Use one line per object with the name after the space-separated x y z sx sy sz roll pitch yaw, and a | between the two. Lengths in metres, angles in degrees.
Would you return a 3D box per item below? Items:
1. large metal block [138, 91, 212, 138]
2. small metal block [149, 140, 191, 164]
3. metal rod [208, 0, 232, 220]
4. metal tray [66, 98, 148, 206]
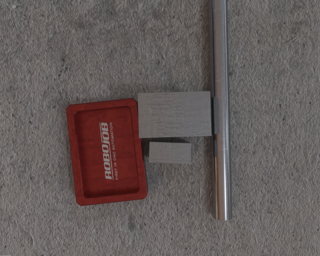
0.016 -0.015 0.383 0.081 0.080 0.050 -2 90 -1 | large metal block
0.012 0.030 0.398 0.050 0.050 0.025 2 90 -1 | small metal block
0.080 -0.030 0.411 0.025 0.025 0.298 -1 90 -1 | metal rod
-0.067 0.030 0.406 0.091 0.030 0.129 -6 90 -1 | metal tray
